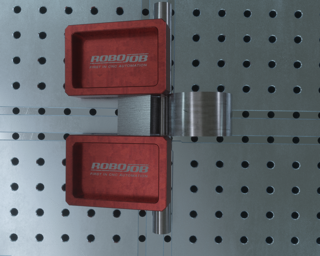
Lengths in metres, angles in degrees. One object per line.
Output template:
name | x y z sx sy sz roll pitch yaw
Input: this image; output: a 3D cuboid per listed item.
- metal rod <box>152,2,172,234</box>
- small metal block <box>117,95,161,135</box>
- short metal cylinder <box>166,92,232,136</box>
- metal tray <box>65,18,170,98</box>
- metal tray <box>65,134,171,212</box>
metal rod | 0.003 -0.013 0.409 0.025 0.025 0.298 0 90 0
small metal block | -0.027 -0.016 0.399 0.050 0.025 0.050 1 90 31
short metal cylinder | 0.048 -0.016 0.383 0.081 0.080 0.050 0 90 0
metal tray | -0.054 -0.085 0.393 0.131 0.030 0.089 0 90 12
metal tray | -0.053 0.054 0.393 0.131 0.030 0.089 1 90 12
